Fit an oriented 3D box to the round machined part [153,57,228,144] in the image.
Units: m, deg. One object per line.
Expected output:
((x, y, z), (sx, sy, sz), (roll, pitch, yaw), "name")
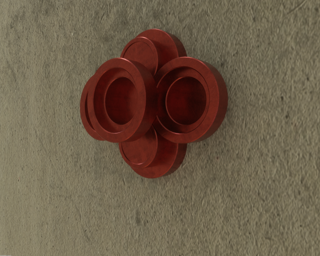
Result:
((0.036, -0.031, 0.364), (0.098, 0.042, 0.097), (0, 90, 39), "round machined part")

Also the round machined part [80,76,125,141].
((-0.069, -0.031, 0.450), (0.098, 0.042, 0.097), (0, 90, 39), "round machined part")

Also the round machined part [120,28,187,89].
((-0.016, -0.081, 0.406), (0.098, 0.042, 0.097), (0, 90, 39), "round machined part")

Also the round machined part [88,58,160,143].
((-0.039, -0.032, 0.371), (0.098, 0.042, 0.097), (0, 91, 39), "round machined part")

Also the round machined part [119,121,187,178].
((-0.016, 0.018, 0.407), (0.098, 0.042, 0.097), (0, 90, 39), "round machined part")
